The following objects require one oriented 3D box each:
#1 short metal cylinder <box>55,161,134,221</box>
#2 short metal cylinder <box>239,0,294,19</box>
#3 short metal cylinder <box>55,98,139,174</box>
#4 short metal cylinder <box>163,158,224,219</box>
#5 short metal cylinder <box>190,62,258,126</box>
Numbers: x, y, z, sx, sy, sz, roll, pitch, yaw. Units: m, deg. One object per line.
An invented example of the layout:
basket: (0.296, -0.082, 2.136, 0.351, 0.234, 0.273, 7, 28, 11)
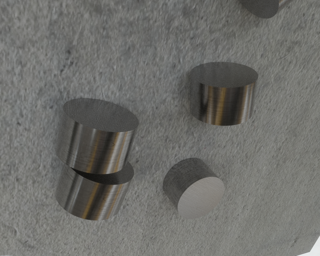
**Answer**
short metal cylinder: (-0.077, 0.063, 0.369, 0.081, 0.080, 0.050, 9, 114, -33)
short metal cylinder: (0.117, -0.167, 0.334, 0.050, 0.080, 0.080, -39, 130, -2)
short metal cylinder: (-0.069, 0.007, 0.339, 0.081, 0.080, 0.050, 4, 116, -31)
short metal cylinder: (0.051, 0.093, 0.478, 0.081, 0.050, 0.079, -14, 125, -21)
short metal cylinder: (0.078, -0.045, 0.388, 0.081, 0.080, 0.050, -15, 125, -20)
